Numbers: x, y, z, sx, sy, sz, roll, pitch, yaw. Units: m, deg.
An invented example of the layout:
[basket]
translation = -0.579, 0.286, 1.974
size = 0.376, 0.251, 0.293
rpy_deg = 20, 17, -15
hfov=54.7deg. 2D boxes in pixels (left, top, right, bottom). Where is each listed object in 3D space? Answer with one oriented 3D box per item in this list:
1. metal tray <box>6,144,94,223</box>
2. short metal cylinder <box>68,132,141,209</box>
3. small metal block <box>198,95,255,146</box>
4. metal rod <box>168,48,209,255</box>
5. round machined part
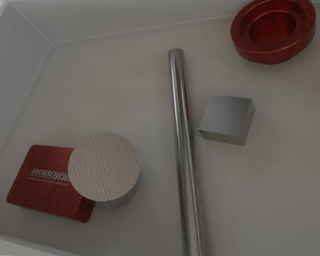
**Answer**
[metal tray]
translation = -0.143, 0.073, 0.431
size = 0.130, 0.030, 0.090
rpy_deg = 3, 63, 29
[short metal cylinder]
translation = -0.063, 0.052, 0.369
size = 0.081, 0.050, 0.080
rpy_deg = 1, 66, -3
[small metal block]
translation = 0.080, -0.010, 0.369
size = 0.050, 0.025, 0.050
rpy_deg = 10, 67, 32
[metal rod]
translation = 0.030, 0.017, 0.378
size = 0.025, 0.025, 0.299
rpy_deg = -16, 55, 19
[round machined part]
translation = 0.143, -0.120, 0.393
size = 0.098, 0.042, 0.098
rpy_deg = -13, 56, 20
